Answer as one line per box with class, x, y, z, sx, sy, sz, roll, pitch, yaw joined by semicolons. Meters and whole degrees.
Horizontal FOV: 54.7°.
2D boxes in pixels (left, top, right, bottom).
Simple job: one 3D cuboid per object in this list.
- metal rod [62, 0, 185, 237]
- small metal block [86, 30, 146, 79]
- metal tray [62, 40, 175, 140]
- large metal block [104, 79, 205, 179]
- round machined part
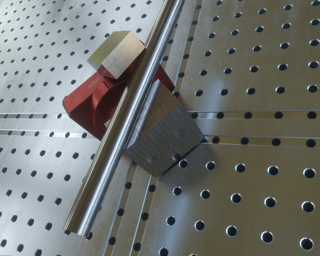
metal rod;-0.029;-0.034;0.340;0.025;0.025;0.300;7;65;31
small metal block;-0.052;-0.086;0.362;0.050;0.025;0.050;-50;33;-10
metal tray;-0.052;-0.045;0.419;0.130;0.090;0.030;-40;51;1
large metal block;-0.004;0.004;0.368;0.080;0.080;0.050;-40;51;1
round machined part;-0.038;-0.022;0.398;0.098;0.098;0.042;-41;51;0
